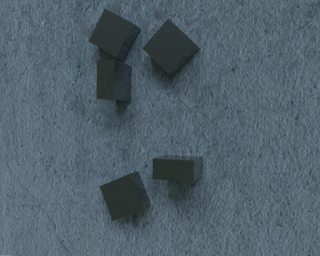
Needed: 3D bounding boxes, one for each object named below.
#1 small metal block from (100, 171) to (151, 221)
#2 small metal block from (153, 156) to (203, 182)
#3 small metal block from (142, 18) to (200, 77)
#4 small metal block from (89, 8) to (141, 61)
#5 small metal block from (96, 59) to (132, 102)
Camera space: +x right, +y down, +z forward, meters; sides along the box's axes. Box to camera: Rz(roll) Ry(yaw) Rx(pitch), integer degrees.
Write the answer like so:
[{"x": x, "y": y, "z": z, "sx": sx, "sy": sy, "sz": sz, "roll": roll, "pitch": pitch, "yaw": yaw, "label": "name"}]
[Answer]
[{"x": -0.047, "y": 0.093, "z": 0.426, "sx": 0.050, "sy": 0.025, "sz": 0.050, "roll": -25, "pitch": 82, "yaw": 18, "label": "small metal block"}, {"x": 0.024, "y": 0.049, "z": 0.387, "sx": 0.050, "sy": 0.050, "sz": 0.025, "roll": 1, "pitch": 91, "yaw": 20, "label": "small metal block"}, {"x": 0.015, "y": -0.104, "z": 0.404, "sx": 0.050, "sy": 0.025, "sz": 0.050, "roll": -46, "pitch": 76, "yaw": 14, "label": "small metal block"}, {"x": -0.063, "y": -0.129, "z": 0.431, "sx": 0.050, "sy": 0.025, "sz": 0.050, "roll": 33, "pitch": 100, "yaw": 17, "label": "small metal block"}, {"x": -0.061, "y": -0.062, "z": 0.417, "sx": 0.025, "sy": 0.050, "sz": 0.050, "roll": 2, "pitch": 91, "yaw": 20, "label": "small metal block"}]
